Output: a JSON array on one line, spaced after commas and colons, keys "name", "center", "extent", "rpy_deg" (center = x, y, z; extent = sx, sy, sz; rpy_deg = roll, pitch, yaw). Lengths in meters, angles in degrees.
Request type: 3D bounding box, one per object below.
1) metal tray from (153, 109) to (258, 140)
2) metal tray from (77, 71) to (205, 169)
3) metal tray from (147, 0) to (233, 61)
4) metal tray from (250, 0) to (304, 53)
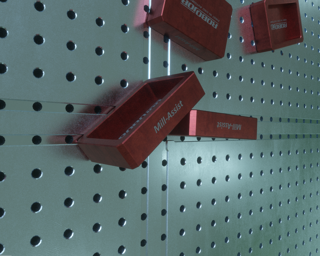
[{"name": "metal tray", "center": [0.057, -0.003, 0.416], "extent": [0.131, 0.090, 0.030], "rpy_deg": [4, 88, -40]}, {"name": "metal tray", "center": [-0.020, -0.013, 0.351], "extent": [0.131, 0.090, 0.030], "rpy_deg": [-46, 118, -30]}, {"name": "metal tray", "center": [0.048, -0.164, 0.449], "extent": [0.131, 0.030, 0.090], "rpy_deg": [19, 78, -39]}, {"name": "metal tray", "center": [0.230, -0.202, 0.601], "extent": [0.131, 0.030, 0.089], "rpy_deg": [-22, 104, -38]}]
